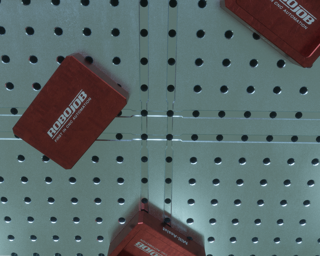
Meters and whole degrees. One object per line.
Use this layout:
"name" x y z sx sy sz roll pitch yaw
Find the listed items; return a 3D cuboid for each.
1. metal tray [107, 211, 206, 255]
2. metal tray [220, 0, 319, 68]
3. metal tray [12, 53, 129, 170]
"metal tray" -0.004 0.198 0.483 0.130 0.030 0.090 35 106 -12
"metal tray" 0.148 -0.143 0.358 0.130 0.030 0.090 33 107 -12
"metal tray" -0.115 -0.019 0.403 0.090 0.030 0.130 39 105 -13
